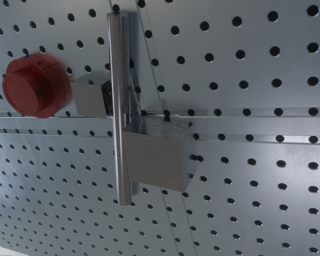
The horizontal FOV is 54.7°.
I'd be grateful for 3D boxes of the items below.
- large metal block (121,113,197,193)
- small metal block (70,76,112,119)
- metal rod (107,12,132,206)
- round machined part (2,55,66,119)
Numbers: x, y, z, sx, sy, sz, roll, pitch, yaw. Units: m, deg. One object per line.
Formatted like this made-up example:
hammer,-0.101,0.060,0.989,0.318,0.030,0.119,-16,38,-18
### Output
large metal block,0.002,0.031,0.414,0.080,0.050,0.079,8,122,23
small metal block,-0.092,-0.043,0.433,0.050,0.025,0.050,9,122,23
metal rod,-0.054,-0.005,0.436,0.025,0.025,0.298,15,125,19
round machined part,-0.196,-0.057,0.469,0.098,0.042,0.097,13,124,21
